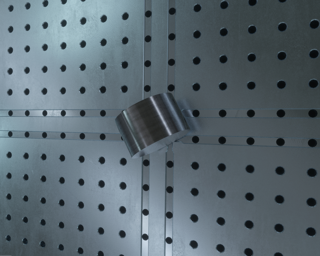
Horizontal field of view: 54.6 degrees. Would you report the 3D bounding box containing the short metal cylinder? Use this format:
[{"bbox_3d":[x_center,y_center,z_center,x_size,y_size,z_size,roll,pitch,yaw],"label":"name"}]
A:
[{"bbox_3d":[-0.009,-0.002,0.386,0.080,0.080,0.050,-30,80,18],"label":"short metal cylinder"}]
